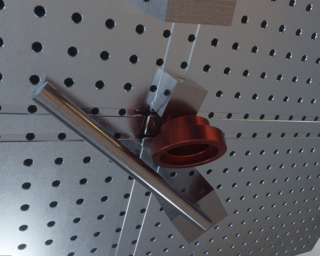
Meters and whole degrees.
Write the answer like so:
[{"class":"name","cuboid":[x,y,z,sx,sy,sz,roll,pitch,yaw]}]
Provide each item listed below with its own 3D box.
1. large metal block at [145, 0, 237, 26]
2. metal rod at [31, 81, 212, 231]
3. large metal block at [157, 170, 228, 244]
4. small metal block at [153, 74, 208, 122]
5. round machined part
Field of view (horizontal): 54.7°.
[{"class":"large metal block","cuboid":[0.036,-0.153,0.320,0.081,0.050,0.079,-6,121,-26]},{"class":"metal rod","cuboid":[-0.029,0.052,0.391,0.025,0.025,0.300,-45,119,3]},{"class":"large metal block","cuboid":[0.054,0.129,0.505,0.080,0.050,0.080,-35,129,-5]},{"class":"small metal block","cuboid":[0.027,-0.036,0.403,0.050,0.025,0.050,12,112,-34]},{"class":"round machined part","cuboid":[0.036,0.017,0.411,0.099,0.042,0.098,-6,154,-3]}]
